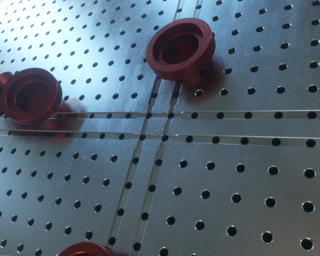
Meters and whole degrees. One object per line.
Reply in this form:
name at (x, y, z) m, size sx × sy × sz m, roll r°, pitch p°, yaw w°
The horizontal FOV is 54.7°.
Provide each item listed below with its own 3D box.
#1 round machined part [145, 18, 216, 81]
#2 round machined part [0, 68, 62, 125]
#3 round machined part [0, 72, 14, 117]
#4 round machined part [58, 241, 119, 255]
round machined part at (0.032, -0.107, 0.445) m, size 0.098 × 0.042 × 0.098 m, roll -13°, pitch 56°, yaw 20°
round machined part at (-0.212, -0.049, 0.523) m, size 0.099 × 0.042 × 0.098 m, roll -2°, pitch 68°, yaw 6°
round machined part at (-0.291, -0.053, 0.558) m, size 0.098 × 0.042 × 0.098 m, roll -42°, pitch 10°, yaw 10°
round machined part at (-0.075, 0.175, 0.328) m, size 0.098 × 0.042 × 0.098 m, roll -13°, pitch 56°, yaw 20°
